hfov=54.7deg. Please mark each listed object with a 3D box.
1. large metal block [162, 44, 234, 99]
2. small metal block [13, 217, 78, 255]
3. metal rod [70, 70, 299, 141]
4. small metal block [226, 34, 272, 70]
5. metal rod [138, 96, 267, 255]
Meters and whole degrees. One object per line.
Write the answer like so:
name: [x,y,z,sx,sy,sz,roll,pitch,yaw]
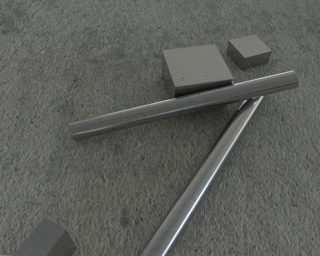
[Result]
large metal block: [0.051,-0.073,0.449,0.081,0.050,0.080,-9,51,-8]
small metal block: [-0.107,0.119,0.286,0.025,0.050,0.050,23,54,18]
metal rod: [0.034,-0.031,0.409,0.302,0.025,0.025,-13,51,-4]
small metal block: [0.146,-0.126,0.511,0.050,0.025,0.050,-17,52,-14]
metal rod: [0.069,0.035,0.374,0.025,0.025,0.301,27,55,20]
